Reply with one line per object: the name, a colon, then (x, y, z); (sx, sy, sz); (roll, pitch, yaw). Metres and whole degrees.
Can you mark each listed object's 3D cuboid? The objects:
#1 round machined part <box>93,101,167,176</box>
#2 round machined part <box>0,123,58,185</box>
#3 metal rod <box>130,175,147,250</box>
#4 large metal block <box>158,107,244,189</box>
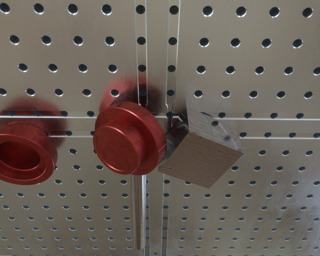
round machined part: (-0.044, 0.019, 0.387); (0.098, 0.042, 0.097); (17, 125, 26)
round machined part: (-0.190, 0.031, 0.425); (0.099, 0.042, 0.097); (0, 130, 0)
metal rod: (-0.035, 0.112, 0.506); (0.025, 0.025, 0.298); (2, 130, -2)
large metal block: (0.052, 0.029, 0.420); (0.080, 0.050, 0.080); (22, 127, -18)
